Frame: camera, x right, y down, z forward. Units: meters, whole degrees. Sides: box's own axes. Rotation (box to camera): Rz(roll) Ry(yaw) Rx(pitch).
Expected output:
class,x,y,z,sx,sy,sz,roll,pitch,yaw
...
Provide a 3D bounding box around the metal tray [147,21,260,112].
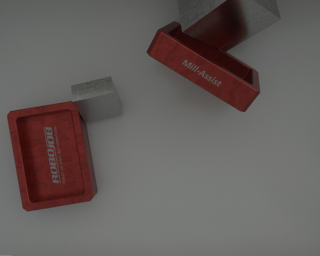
class,x,y,z,sx,sy,sz,roll,pitch,yaw
metal tray,0.057,-0.079,0.378,0.130,0.090,0.030,31,119,-1

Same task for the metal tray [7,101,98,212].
class,x,y,z,sx,sy,sz,roll,pitch,yaw
metal tray,-0.139,0.036,0.407,0.091,0.030,0.129,-10,90,-1

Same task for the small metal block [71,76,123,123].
class,x,y,z,sx,sy,sz,roll,pitch,yaw
small metal block,-0.079,-0.035,0.395,0.050,0.050,0.025,-13,61,-1

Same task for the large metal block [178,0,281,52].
class,x,y,z,sx,sy,sz,roll,pitch,yaw
large metal block,0.079,-0.141,0.363,0.081,0.080,0.050,9,67,-40
